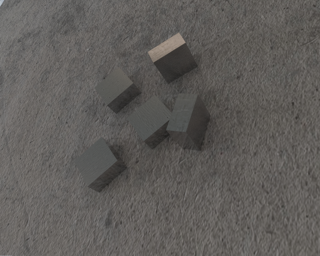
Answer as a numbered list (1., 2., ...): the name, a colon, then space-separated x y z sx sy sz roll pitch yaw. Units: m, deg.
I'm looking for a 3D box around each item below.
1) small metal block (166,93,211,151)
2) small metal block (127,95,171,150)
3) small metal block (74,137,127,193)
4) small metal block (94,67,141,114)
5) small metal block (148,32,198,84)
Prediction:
1. small metal block: 0.036 -0.007 0.373 0.025 0.050 0.050 6 65 31
2. small metal block: -0.008 -0.008 0.413 0.050 0.025 0.050 -40 51 1
3. small metal block: -0.080 0.049 0.416 0.050 0.025 0.050 -41 51 0
4. small metal block: -0.065 -0.058 0.474 0.050 0.025 0.050 -41 51 0
5. small metal block: 0.019 -0.097 0.438 0.050 0.050 0.025 -31 52 9
